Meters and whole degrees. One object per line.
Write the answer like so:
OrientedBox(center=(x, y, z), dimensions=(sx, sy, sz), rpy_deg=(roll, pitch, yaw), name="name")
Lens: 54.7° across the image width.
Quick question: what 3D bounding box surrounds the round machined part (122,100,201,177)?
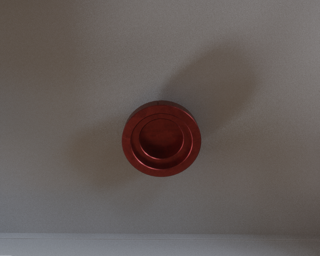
OrientedBox(center=(0.002, 0.011, 0.402), dimensions=(0.099, 0.042, 0.097), rpy_deg=(0, 110, -1), name="round machined part")
